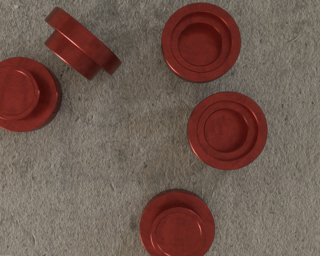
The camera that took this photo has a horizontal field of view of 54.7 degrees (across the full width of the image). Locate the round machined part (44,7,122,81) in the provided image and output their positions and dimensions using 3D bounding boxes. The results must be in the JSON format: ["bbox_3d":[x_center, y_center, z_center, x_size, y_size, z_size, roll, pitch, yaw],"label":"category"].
[{"bbox_3d":[-0.098,-0.094,0.372,0.098,0.098,0.042,39,90,0],"label":"round machined part"}]

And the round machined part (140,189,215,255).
[{"bbox_3d":[0.023,0.131,0.402,0.099,0.042,0.097,0,90,0],"label":"round machined part"}]

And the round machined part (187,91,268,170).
[{"bbox_3d":[0.084,0.003,0.402,0.099,0.042,0.097,0,90,0],"label":"round machined part"}]

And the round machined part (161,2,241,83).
[{"bbox_3d":[0.051,-0.106,0.402,0.099,0.042,0.097,0,90,0],"label":"round machined part"}]

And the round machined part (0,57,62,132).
[{"bbox_3d":[-0.182,-0.043,0.400,0.099,0.042,0.097,0,90,0],"label":"round machined part"}]
